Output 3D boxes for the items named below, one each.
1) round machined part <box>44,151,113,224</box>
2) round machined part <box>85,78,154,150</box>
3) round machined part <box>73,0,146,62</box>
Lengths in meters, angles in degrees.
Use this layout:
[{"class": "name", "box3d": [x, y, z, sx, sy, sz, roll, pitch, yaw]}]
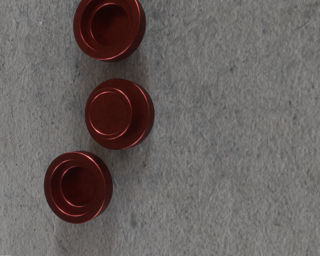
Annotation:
[{"class": "round machined part", "box3d": [-0.110, 0.080, 0.437, 0.098, 0.042, 0.097, 0, 90, 19]}, {"class": "round machined part", "box3d": [-0.061, -0.019, 0.420, 0.098, 0.042, 0.097, 0, 90, 19]}, {"class": "round machined part", "box3d": [-0.064, -0.138, 0.421, 0.098, 0.042, 0.097, 0, 90, 19]}]
